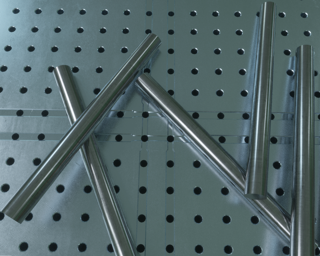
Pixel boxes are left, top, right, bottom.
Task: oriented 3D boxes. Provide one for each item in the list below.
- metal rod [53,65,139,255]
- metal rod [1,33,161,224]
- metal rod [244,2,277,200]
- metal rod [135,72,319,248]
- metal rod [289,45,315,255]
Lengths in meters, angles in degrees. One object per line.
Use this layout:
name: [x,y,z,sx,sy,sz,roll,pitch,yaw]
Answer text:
metal rod: [-0.082,0.048,0.393,0.025,0.025,0.299,-21,71,-8]
metal rod: [-0.083,-0.018,0.394,0.025,0.025,0.301,29,64,10]
metal rod: [0.139,-0.054,0.417,0.025,0.025,0.300,11,65,4]
metal rod: [0.075,0.036,0.398,0.025,0.025,0.300,-40,75,-13]
metal rod: [0.181,0.018,0.390,0.025,0.025,0.300,12,64,4]
